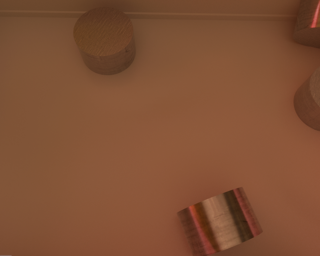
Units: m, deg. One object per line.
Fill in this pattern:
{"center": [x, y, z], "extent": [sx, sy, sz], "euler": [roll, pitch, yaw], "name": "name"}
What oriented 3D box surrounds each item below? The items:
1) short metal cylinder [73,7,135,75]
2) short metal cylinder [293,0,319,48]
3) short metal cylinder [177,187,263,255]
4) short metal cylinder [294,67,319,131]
{"center": [-0.076, -0.123, 0.440], "extent": [0.081, 0.050, 0.080], "euler": [0, 70, 0], "name": "short metal cylinder"}
{"center": [0.233, -0.149, 0.431], "extent": [0.080, 0.080, 0.050], "euler": [12, 89, 4], "name": "short metal cylinder"}
{"center": [0.065, 0.104, 0.343], "extent": [0.081, 0.080, 0.050], "euler": [-19, 72, -7], "name": "short metal cylinder"}
{"center": [0.229, -0.040, 0.414], "extent": [0.081, 0.050, 0.080], "euler": [0, 70, 0], "name": "short metal cylinder"}
